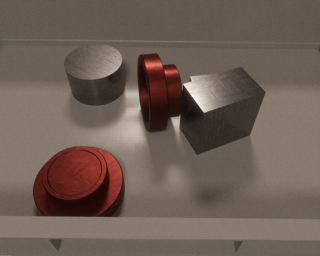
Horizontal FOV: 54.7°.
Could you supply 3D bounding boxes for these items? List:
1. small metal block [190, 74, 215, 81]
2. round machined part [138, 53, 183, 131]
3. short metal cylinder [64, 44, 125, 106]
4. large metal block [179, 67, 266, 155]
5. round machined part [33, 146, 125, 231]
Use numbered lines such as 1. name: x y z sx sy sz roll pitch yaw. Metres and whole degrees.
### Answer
1. small metal block: 0.067 -0.047 0.429 0.050 0.050 0.025 -7 51 -6
2. round machined part: 0.000 -0.046 0.396 0.042 0.097 0.098 -7 51 -10
3. short metal cylinder: -0.094 -0.079 0.454 0.081 0.050 0.080 0 50 0
4. large metal block: 0.074 -0.021 0.388 0.081 0.080 0.050 -19 53 -15
5. round machined part: -0.090 0.059 0.343 0.099 0.042 0.098 0 50 0
